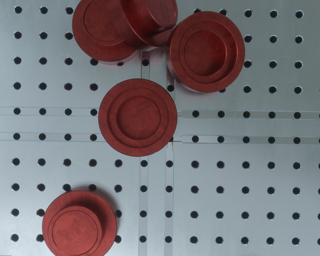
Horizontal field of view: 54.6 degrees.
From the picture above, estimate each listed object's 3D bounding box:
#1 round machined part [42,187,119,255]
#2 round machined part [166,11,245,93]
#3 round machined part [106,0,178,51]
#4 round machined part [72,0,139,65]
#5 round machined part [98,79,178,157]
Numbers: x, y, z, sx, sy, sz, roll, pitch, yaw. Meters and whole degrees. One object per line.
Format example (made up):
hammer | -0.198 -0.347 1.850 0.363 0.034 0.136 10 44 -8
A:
round machined part | -0.105 0.130 0.404 0.099 0.042 0.097 0 90 0
round machined part | 0.055 -0.094 0.397 0.099 0.042 0.097 -2 98 -14
round machined part | -0.014 -0.146 0.375 0.042 0.099 0.098 -11 90 37
round machined part | -0.066 -0.135 0.404 0.099 0.042 0.097 0 90 0
round machined part | -0.027 -0.013 0.405 0.099 0.042 0.097 0 90 0
